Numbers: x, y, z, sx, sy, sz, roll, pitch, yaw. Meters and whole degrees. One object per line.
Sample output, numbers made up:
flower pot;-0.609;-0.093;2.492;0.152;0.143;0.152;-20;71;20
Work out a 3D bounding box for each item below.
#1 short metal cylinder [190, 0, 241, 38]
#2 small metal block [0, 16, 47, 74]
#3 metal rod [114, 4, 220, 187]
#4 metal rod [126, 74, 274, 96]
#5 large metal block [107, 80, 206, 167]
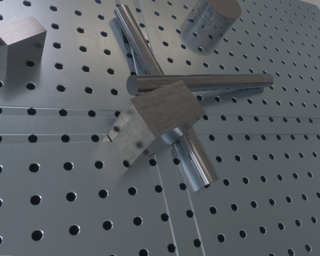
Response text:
short metal cylinder;0.104;-0.217;0.581;0.081;0.050;0.080;14;56;-21
small metal block;-0.165;-0.097;0.363;0.025;0.050;0.050;46;51;4
metal rod;0.003;-0.057;0.444;0.025;0.025;0.299;-15;69;-34
metal rod;0.082;-0.070;0.473;0.302;0.025;0.025;-9;66;-39
large metal block;-0.006;-0.005;0.373;0.081;0.080;0.050;-25;76;-37
